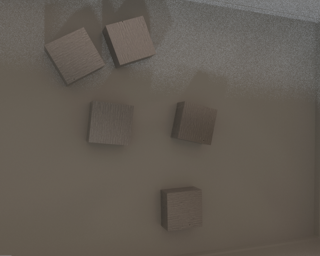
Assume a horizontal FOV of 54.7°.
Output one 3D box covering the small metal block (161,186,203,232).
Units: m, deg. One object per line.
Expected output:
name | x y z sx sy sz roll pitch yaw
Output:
small metal block | 0.029 0.109 0.421 0.050 0.025 0.050 -1 91 -20

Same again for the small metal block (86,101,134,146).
small metal block | -0.063 -0.005 0.387 0.050 0.025 0.050 6 88 -20

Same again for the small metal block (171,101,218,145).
small metal block | 0.047 -0.006 0.428 0.050 0.025 0.050 13 86 -20

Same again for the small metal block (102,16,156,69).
small metal block | -0.039 -0.109 0.396 0.050 0.025 0.050 -22 98 -19

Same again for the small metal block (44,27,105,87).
small metal block | -0.102 -0.085 0.373 0.050 0.025 0.050 -32 101 -17
